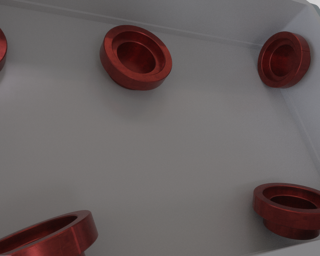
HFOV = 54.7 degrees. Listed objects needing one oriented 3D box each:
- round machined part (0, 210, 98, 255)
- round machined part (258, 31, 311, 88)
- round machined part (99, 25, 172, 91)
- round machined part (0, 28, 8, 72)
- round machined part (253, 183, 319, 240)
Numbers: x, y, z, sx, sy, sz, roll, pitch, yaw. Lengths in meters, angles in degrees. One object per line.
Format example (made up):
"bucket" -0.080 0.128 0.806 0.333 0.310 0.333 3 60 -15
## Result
"round machined part" -0.096 0.105 0.246 0.099 0.098 0.042 -17 88 -35
"round machined part" 0.226 -0.119 0.552 0.042 0.097 0.098 2 61 -28
"round machined part" -0.036 -0.092 0.431 0.099 0.042 0.098 14 56 -21
"round machined part" -0.219 -0.097 0.334 0.099 0.042 0.098 15 55 -23
"round machined part" 0.169 0.107 0.397 0.099 0.098 0.042 -4 102 -30
